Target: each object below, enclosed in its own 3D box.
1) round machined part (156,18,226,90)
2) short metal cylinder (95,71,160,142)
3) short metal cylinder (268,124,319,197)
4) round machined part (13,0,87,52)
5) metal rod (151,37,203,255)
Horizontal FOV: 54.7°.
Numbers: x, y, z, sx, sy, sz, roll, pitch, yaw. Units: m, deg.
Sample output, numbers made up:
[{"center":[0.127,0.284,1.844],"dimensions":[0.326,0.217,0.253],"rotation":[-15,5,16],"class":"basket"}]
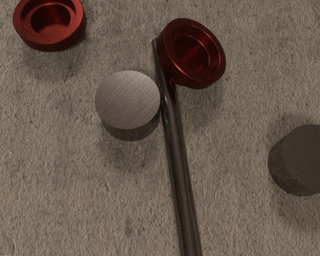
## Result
[{"center":[0.038,-0.095,0.420],"dimensions":[0.099,0.042,0.098],"rotation":[13,63,-26],"class":"round machined part"},{"center":[-0.040,-0.028,0.404],"dimensions":[0.081,0.050,0.080],"rotation":[0,70,0],"class":"short metal cylinder"},{"center":[0.182,0.041,0.382],"dimensions":[0.081,0.050,0.080],"rotation":[0,70,0],"class":"short metal cylinder"},{"center":[-0.156,-0.152,0.453],"dimensions":[0.099,0.042,0.098],"rotation":[0,70,-1],"class":"round machined part"},{"center":[0.019,0.013,0.403],"dimensions":[0.025,0.025,0.299],"rotation":[-7,70,-3],"class":"metal rod"}]
